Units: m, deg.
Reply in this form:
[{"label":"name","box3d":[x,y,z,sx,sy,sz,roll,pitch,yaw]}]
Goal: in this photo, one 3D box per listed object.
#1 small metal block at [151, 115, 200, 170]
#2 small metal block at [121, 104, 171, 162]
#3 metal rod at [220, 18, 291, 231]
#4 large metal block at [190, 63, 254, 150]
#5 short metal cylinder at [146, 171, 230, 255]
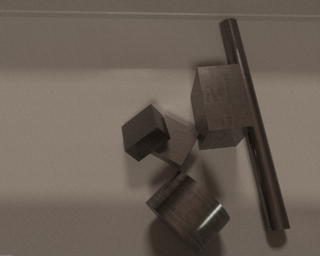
[{"label":"small metal block","box3d":[0.017,0.019,0.403,0.050,0.025,0.050,28,72,9]},{"label":"small metal block","box3d":[-0.019,0.005,0.385,0.050,0.025,0.050,-37,35,15]},{"label":"metal rod","box3d":[0.123,-0.019,0.417,0.025,0.025,0.299,-7,70,-3]},{"label":"large metal block","box3d":[0.073,-0.023,0.390,0.050,0.080,0.080,-6,70,-3]},{"label":"short metal cylinder","box3d":[0.030,0.094,0.347,0.080,0.080,0.050,42,75,13]}]
